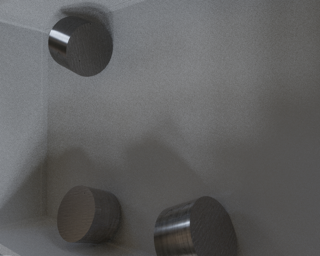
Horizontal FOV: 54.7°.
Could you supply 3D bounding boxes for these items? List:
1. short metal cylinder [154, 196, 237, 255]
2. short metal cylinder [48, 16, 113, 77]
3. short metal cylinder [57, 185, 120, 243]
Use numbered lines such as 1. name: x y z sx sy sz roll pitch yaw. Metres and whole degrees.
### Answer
1. short metal cylinder: 0.040 0.120 0.338 0.050 0.081 0.080 -29 72 36
2. short metal cylinder: -0.119 -0.124 0.470 0.050 0.081 0.079 30 109 36
3. short metal cylinder: -0.107 0.130 0.464 0.080 0.050 0.080 -16 62 32
